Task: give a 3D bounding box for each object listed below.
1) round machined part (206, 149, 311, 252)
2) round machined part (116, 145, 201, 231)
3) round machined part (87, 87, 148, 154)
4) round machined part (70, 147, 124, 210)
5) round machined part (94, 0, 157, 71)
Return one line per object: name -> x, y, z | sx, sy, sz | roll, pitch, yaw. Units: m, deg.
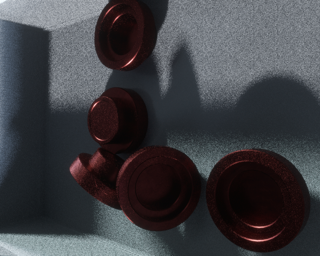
round machined part -> 0.100, 0.069, 0.313 | 0.098, 0.042, 0.097 | 0, 90, 39
round machined part -> -0.004, 0.069, 0.373 | 0.042, 0.099, 0.097 | -174, 85, -75
round machined part -> -0.068, -0.011, 0.449 | 0.098, 0.042, 0.097 | 0, 90, 39
round machined part -> -0.067, 0.063, 0.417 | 0.098, 0.098, 0.042 | 38, 93, 33
round machined part -> -0.043, -0.127, 0.429 | 0.098, 0.042, 0.097 | 0, 90, 39
